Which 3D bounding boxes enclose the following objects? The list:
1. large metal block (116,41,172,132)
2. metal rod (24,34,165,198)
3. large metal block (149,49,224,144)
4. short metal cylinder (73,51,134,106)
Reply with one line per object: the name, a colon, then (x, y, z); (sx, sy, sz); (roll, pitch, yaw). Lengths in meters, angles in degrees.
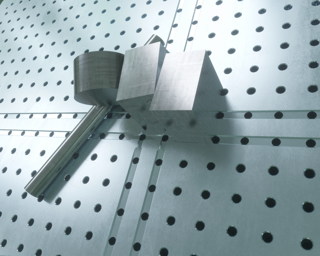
large metal block: (-0.009, -0.051, 0.408); (0.050, 0.080, 0.080); (-8, 58, 23)
metal rod: (-0.093, -0.024, 0.469); (0.025, 0.025, 0.300); (31, 78, 37)
large metal block: (0.036, -0.035, 0.374); (0.050, 0.080, 0.080); (1, 62, 28)
short metal cylinder: (-0.077, -0.065, 0.424); (0.080, 0.080, 0.050); (-9, 78, 23)
